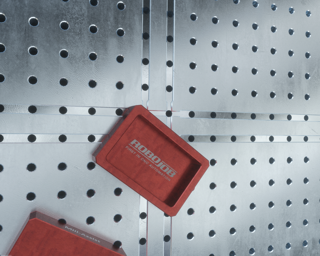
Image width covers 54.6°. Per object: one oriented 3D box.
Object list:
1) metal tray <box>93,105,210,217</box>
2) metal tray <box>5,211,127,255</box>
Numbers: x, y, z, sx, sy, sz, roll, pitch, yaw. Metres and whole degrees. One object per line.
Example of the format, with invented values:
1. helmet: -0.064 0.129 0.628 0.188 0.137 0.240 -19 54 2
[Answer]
1. metal tray: -0.010 0.043 0.406 0.130 0.030 0.090 40 77 -16
2. metal tray: -0.115 0.168 0.368 0.130 0.030 0.090 31 80 -18
